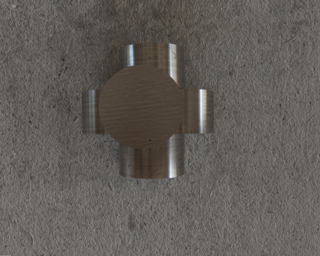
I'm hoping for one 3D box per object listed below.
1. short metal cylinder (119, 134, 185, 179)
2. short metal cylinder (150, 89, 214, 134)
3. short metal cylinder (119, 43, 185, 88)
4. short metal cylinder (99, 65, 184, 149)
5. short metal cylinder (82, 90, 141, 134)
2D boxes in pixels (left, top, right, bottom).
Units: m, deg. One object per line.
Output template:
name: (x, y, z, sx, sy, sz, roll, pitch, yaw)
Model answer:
short metal cylinder: (-0.010, 0.031, 0.383, 0.081, 0.080, 0.050, 0, 90, -1)
short metal cylinder: (0.026, -0.019, 0.384, 0.081, 0.080, 0.050, 0, 90, -1)
short metal cylinder: (-0.009, -0.070, 0.383, 0.081, 0.080, 0.050, -2, 90, -1)
short metal cylinder: (-0.018, -0.020, 0.318, 0.081, 0.050, 0.079, 0, 90, -1)
short metal cylinder: (-0.055, -0.018, 0.383, 0.081, 0.080, 0.050, -1, 90, -1)
